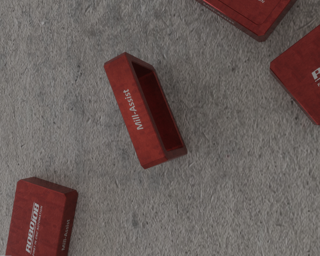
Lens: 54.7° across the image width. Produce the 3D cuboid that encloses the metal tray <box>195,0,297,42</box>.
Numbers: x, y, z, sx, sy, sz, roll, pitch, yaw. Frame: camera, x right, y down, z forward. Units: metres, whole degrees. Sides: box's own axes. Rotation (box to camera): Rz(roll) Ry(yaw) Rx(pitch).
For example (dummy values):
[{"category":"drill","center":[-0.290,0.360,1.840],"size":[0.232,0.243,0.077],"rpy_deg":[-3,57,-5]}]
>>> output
[{"category":"metal tray","center":[0.098,-0.176,0.371],"size":[0.130,0.030,0.090],"rpy_deg":[40,102,15]}]

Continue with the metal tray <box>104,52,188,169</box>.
[{"category":"metal tray","center":[-0.014,-0.020,0.379],"size":[0.030,0.090,0.129],"rpy_deg":[-24,82,19]}]

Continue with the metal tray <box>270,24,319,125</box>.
[{"category":"metal tray","center":[0.200,-0.074,0.336],"size":[0.130,0.030,0.090],"rpy_deg":[-39,78,15]}]

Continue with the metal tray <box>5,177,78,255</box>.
[{"category":"metal tray","center":[-0.180,0.149,0.470],"size":[0.090,0.030,0.129],"rpy_deg":[12,94,19]}]
